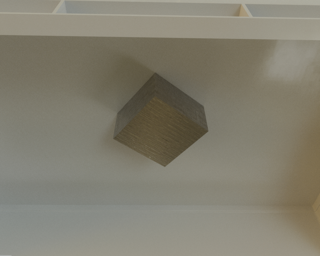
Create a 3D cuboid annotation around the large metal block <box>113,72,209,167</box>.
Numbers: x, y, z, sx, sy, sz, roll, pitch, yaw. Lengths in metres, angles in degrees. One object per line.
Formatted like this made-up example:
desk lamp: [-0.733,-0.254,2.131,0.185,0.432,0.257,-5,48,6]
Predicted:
large metal block: [0.000,-0.008,0.386,0.080,0.050,0.080,32,123,-25]
